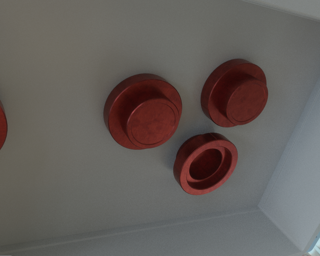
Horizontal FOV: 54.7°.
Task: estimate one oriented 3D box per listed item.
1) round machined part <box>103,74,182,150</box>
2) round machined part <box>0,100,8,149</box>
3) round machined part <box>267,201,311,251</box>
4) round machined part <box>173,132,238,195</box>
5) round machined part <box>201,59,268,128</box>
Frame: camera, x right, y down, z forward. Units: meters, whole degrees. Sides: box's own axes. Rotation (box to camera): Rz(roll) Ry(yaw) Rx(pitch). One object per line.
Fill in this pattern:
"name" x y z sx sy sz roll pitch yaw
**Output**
"round machined part" -0.016 -0.014 0.380 0.099 0.042 0.097 -14 124 -21
"round machined part" -0.196 -0.008 0.284 0.099 0.042 0.097 -16 126 -23
"round machined part" 0.255 0.198 0.628 0.042 0.098 0.097 1 119 -13
"round machined part" 0.063 0.048 0.462 0.099 0.042 0.097 -14 124 -21
"round machined part" 0.110 -0.043 0.431 0.099 0.042 0.097 -14 124 -21
